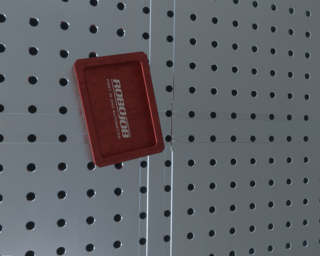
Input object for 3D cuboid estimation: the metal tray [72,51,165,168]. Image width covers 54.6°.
[{"bbox_3d":[-0.051,-0.024,0.390,0.091,0.030,0.129,-12,94,-20],"label":"metal tray"}]
